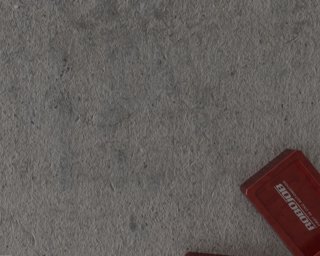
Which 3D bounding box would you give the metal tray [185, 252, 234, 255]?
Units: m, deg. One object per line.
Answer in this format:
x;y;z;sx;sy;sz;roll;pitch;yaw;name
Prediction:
0.095;0.219;0.408;0.131;0.030;0.089;5;90;0;metal tray

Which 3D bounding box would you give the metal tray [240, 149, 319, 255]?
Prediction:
0.182;0.103;0.408;0.090;0.030;0.130;-39;90;0;metal tray
